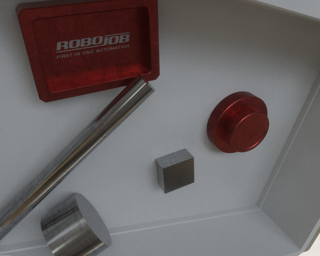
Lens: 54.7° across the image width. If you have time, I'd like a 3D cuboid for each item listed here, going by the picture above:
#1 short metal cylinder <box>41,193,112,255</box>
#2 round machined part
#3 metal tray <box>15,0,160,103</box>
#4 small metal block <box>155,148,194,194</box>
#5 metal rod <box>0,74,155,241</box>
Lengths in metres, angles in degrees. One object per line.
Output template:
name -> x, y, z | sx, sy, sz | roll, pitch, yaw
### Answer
short metal cylinder -> -0.106, 0.131, 0.398 | 0.050, 0.080, 0.080 | -34, 129, -6
round machined part -> 0.124, -0.002, 0.466 | 0.099, 0.042, 0.097 | -14, 125, -21
metal tray -> -0.066, -0.084, 0.317 | 0.131, 0.030, 0.089 | -15, 125, -20
small metal block -> 0.023, 0.064, 0.463 | 0.050, 0.025, 0.050 | -18, 126, -19
metal rod -> -0.121, 0.053, 0.355 | 0.300, 0.025, 0.025 | -43, 130, 9
